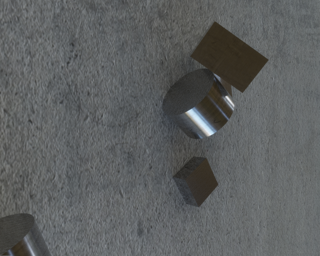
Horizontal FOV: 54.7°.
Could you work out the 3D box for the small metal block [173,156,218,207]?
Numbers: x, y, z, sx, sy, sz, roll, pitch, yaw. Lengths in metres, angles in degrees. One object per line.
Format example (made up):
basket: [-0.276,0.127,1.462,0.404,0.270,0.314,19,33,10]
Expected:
small metal block: [0.052,0.077,0.449,0.050,0.025,0.050,-40,114,-33]

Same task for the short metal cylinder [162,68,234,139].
short metal cylinder: [0.050,-0.032,0.411,0.050,0.080,0.080,45,63,-31]

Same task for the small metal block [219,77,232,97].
small metal block: [0.084,-0.057,0.475,0.050,0.025,0.050,-14,99,-39]

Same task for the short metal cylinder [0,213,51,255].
short metal cylinder: [-0.135,0.115,0.256,0.081,0.080,0.050,-28,108,-36]

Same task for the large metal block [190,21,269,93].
large metal block: [0.089,-0.097,0.417,0.080,0.080,0.050,34,107,-5]
